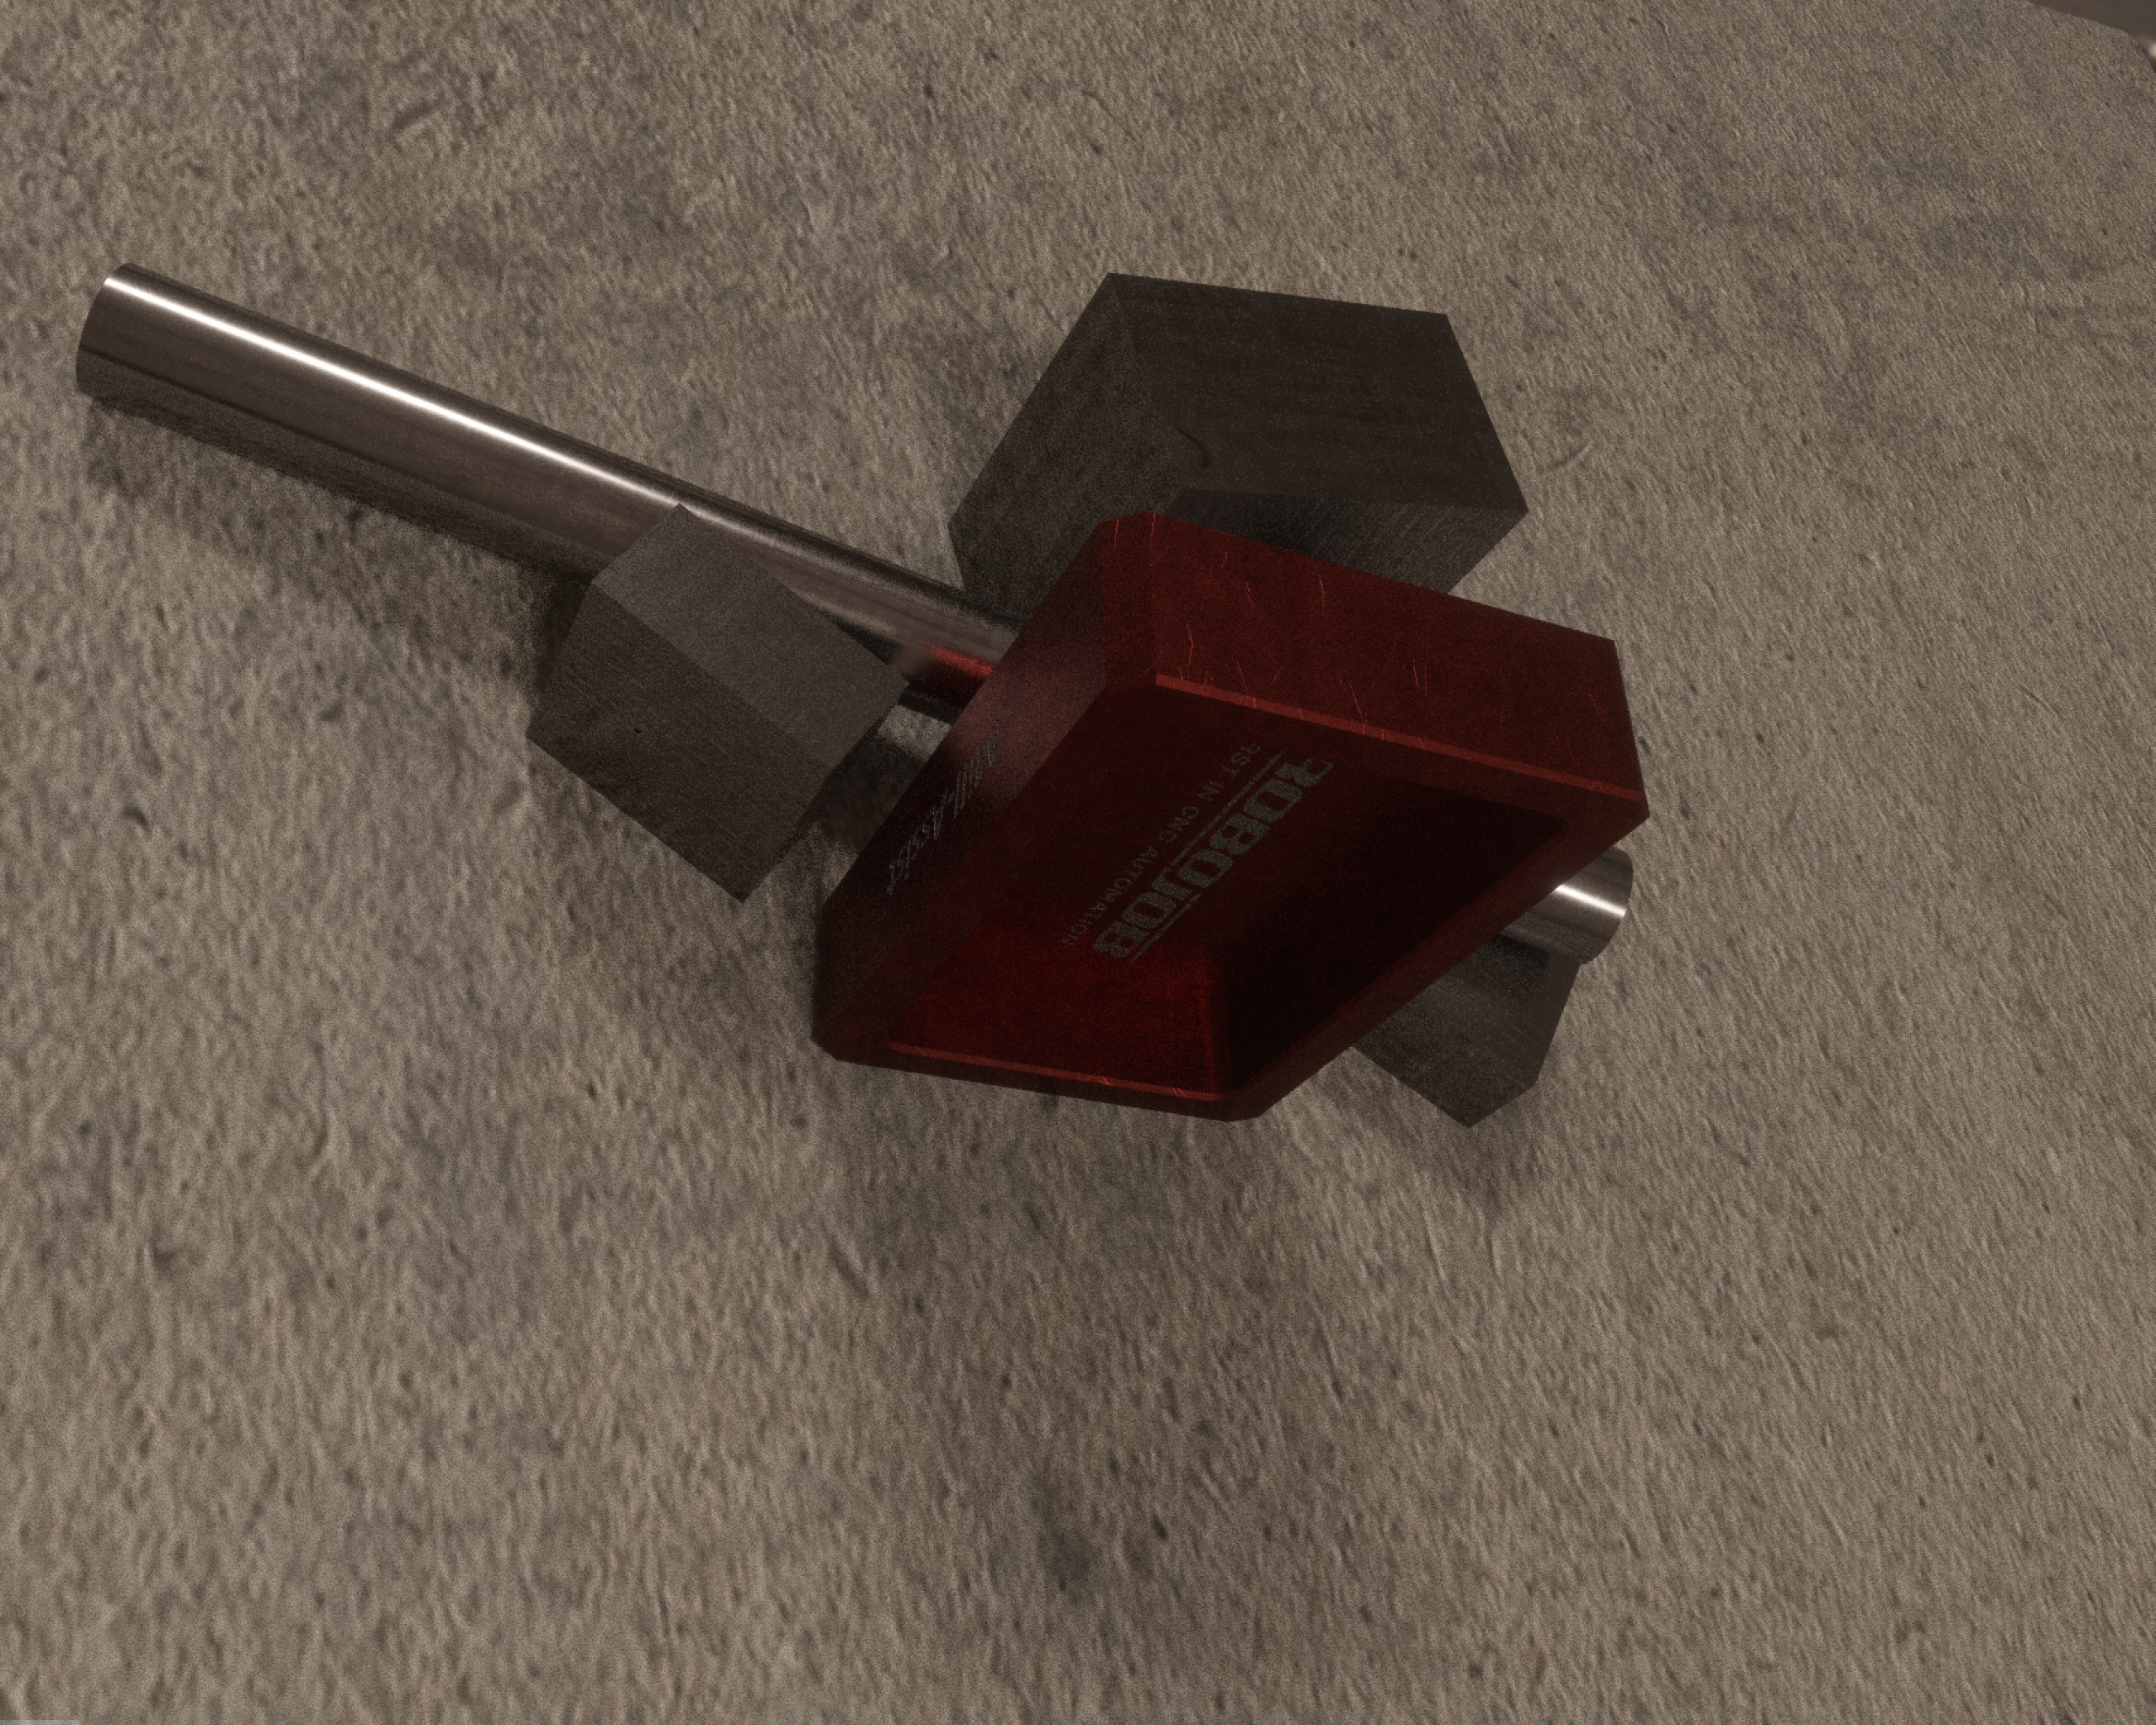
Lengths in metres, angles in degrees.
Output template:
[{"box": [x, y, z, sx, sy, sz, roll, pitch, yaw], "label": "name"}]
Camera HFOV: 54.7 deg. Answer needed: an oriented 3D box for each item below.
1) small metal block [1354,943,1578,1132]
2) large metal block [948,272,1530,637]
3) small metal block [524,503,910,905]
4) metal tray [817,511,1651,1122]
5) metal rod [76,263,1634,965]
[{"box": [0.075, 0.019, 0.437, 0.050, 0.025, 0.050, 36, 51, -5], "label": "small metal block"}, {"box": [0.030, -0.071, 0.430, 0.081, 0.080, 0.050, -2, 63, -30], "label": "large metal block"}, {"box": [-0.065, -0.027, 0.371, 0.050, 0.050, 0.025, 38, 51, -3], "label": "small metal block"}, {"box": [0.019, 0.001, 0.350, 0.091, 0.129, 0.030, 12, 57, -22], "label": "metal tray"}, {"box": [-0.033, -0.043, 0.397, 0.302, 0.025, 0.025, 20, 54, -10], "label": "metal rod"}]
